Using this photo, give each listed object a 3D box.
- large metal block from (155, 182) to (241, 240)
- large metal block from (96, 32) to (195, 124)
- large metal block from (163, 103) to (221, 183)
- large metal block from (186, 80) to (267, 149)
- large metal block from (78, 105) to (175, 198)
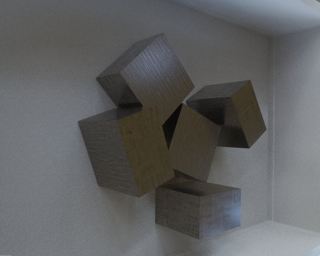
[{"bbox_3d":[0.051,0.105,0.415,0.081,0.080,0.050,1,90,-40],"label":"large metal block"},{"bbox_3d":[-0.015,-0.055,0.377,0.080,0.050,0.080,-50,120,-29],"label":"large metal block"},{"bbox_3d":[0.029,0.021,0.415,0.080,0.050,0.080,28,72,-37],"label":"large metal block"},{"bbox_3d":[0.097,-0.019,0.452,0.050,0.080,0.080,-38,114,-34],"label":"large metal block"},{"bbox_3d":[-0.038,0.022,0.339,0.050,0.080,0.080,-24,106,-38],"label":"large metal block"}]
